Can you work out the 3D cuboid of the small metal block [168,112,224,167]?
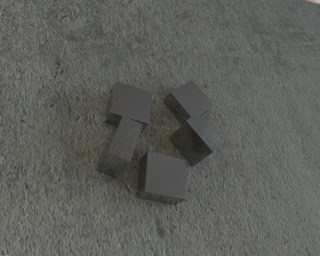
[{"bbox_3d":[0.046,0.016,0.402,0.025,0.050,0.050,-35,82,-38],"label":"small metal block"}]

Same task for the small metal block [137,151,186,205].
[{"bbox_3d":[0.002,0.060,0.368,0.050,0.025,0.050,16,55,-20],"label":"small metal block"}]

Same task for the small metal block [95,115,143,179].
[{"bbox_3d":[-0.046,0.022,0.349,0.025,0.050,0.050,26,53,-13],"label":"small metal block"}]

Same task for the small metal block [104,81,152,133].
[{"bbox_3d":[-0.040,-0.027,0.398,0.050,0.025,0.050,17,55,-19],"label":"small metal block"}]

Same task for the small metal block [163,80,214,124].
[{"bbox_3d":[0.041,-0.035,0.447,0.050,0.025,0.050,-33,80,-38],"label":"small metal block"}]
